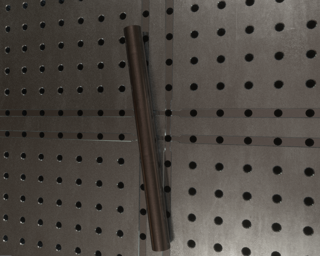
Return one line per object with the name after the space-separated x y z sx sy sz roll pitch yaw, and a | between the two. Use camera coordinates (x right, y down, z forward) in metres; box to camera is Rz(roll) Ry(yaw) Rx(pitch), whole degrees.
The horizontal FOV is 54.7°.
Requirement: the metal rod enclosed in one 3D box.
-0.018 0.012 0.417 0.025 0.025 0.298 -9 87 19 | metal rod
